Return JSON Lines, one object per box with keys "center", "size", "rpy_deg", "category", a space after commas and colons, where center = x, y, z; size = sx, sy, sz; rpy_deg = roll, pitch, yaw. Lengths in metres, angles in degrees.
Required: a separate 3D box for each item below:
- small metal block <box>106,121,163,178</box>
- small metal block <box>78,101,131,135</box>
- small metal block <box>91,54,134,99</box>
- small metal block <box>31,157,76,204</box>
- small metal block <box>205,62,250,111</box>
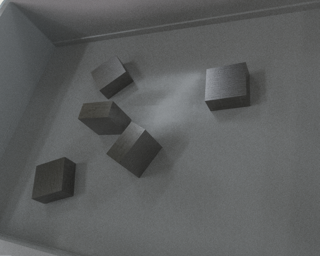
{"center": [-0.031, 0.028, 0.387], "size": [0.025, 0.050, 0.050], "rpy_deg": [30, 78, 37], "category": "small metal block"}
{"center": [-0.077, -0.013, 0.436], "size": [0.050, 0.050, 0.025], "rpy_deg": [-2, 61, 27], "category": "small metal block"}
{"center": [-0.077, -0.082, 0.494], "size": [0.050, 0.025, 0.050], "rpy_deg": [-35, 52, 5], "category": "small metal block"}
{"center": [-0.149, 0.074, 0.436], "size": [0.050, 0.025, 0.050], "rpy_deg": [-18, 55, 17], "category": "small metal block"}
{"center": [0.086, -0.052, 0.392], "size": [0.050, 0.025, 0.050], "rpy_deg": [-7, 59, 24], "category": "small metal block"}
